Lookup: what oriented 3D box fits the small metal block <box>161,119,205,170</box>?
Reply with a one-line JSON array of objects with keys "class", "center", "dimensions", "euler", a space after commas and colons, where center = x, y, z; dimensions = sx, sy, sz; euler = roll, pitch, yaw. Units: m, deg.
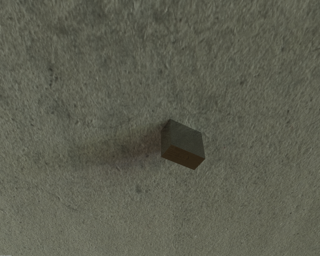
[{"class": "small metal block", "center": [0.029, 0.021, 0.409], "dimensions": [0.050, 0.050, 0.025], "euler": [24, 126, -19]}]
